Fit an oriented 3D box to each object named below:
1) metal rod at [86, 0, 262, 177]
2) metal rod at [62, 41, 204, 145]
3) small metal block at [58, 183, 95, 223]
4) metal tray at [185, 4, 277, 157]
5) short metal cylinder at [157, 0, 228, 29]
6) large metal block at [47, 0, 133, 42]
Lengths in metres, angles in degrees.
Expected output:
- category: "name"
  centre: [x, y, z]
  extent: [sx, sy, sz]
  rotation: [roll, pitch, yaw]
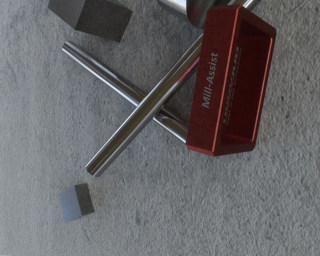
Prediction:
- category: "metal rod"
  centre: [0.006, -0.045, 0.370]
  extent: [0.299, 0.025, 0.025]
  rotation: [-47, 62, 20]
- category: "metal rod"
  centre: [-0.056, -0.061, 0.448]
  extent: [0.300, 0.025, 0.025]
  rotation: [37, 113, 33]
- category: "small metal block"
  centre: [-0.141, 0.125, 0.518]
  extent: [0.050, 0.025, 0.050]
  rotation: [-29, 72, 36]
- category: "metal tray"
  centre: [0.072, -0.041, 0.302]
  extent: [0.030, 0.091, 0.129]
  rotation: [14, 99, 39]
- category: "short metal cylinder"
  centre: [0.041, -0.155, 0.334]
  extent: [0.050, 0.081, 0.079]
  rotation: [41, 115, 32]
- category: "large metal block"
  centre: [-0.101, -0.173, 0.450]
  extent: [0.080, 0.081, 0.050]
  rotation: [42, 115, 31]
